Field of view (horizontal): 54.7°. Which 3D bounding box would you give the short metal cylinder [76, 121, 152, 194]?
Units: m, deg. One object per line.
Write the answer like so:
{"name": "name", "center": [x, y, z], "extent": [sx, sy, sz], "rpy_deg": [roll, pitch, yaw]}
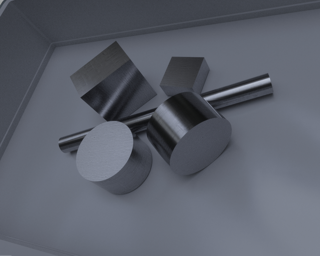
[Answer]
{"name": "short metal cylinder", "center": [-0.057, 0.038, 0.392], "extent": [0.080, 0.050, 0.080], "rpy_deg": [-13, 56, 20]}

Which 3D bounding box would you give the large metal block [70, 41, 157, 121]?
{"name": "large metal block", "center": [-0.064, -0.060, 0.438], "extent": [0.080, 0.080, 0.050], "rpy_deg": [-37, 51, 3]}

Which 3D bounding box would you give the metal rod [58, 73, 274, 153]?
{"name": "metal rod", "center": [-0.006, -0.014, 0.415], "extent": [0.301, 0.025, 0.025], "rpy_deg": [-16, 55, 18]}

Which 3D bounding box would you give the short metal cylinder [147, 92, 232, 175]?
{"name": "short metal cylinder", "center": [0.032, 0.006, 0.347], "extent": [0.080, 0.080, 0.050], "rpy_deg": [-40, 51, 0]}

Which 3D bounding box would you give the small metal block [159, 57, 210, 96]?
{"name": "small metal block", "center": [0.034, -0.070, 0.428], "extent": [0.050, 0.025, 0.050], "rpy_deg": [9, 66, 31]}
